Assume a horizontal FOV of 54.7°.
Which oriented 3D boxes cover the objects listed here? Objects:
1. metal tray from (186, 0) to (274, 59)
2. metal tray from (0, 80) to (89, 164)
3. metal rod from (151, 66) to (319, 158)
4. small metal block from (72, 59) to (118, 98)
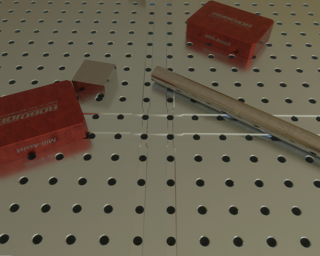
[{"bbox_3d":[0.124,-0.180,0.556,0.130,0.030,0.090,28,55,21],"label":"metal tray"},{"bbox_3d":[-0.171,-0.010,0.412,0.131,0.030,0.090,-18,52,-15],"label":"metal tray"},{"bbox_3d":[0.118,-0.019,0.424,0.300,0.025,0.025,28,55,21],"label":"metal rod"},{"bbox_3d":[-0.098,-0.075,0.470,0.050,0.025,0.050,10,51,8],"label":"small metal block"}]
